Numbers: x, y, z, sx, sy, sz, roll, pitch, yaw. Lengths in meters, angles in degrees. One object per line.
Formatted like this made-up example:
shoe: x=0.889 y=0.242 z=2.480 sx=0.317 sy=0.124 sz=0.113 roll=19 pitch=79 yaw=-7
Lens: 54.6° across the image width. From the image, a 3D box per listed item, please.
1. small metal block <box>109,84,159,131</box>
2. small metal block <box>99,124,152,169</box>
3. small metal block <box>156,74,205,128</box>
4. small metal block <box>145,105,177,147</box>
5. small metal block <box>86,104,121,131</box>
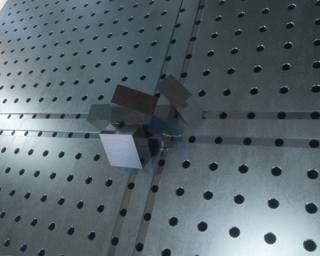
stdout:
small metal block: x=-0.033 y=-0.024 z=0.380 sx=0.050 sy=0.050 sz=0.025 roll=18 pitch=67 yaw=-4
small metal block: x=-0.044 y=0.023 z=0.399 sx=0.050 sy=0.050 sz=0.025 roll=1 pitch=31 yaw=29
small metal block: x=0.027 y=-0.034 z=0.400 sx=0.025 sy=0.050 sz=0.050 roll=-40 pitch=51 yaw=1
small metal block: x=-0.009 y=-0.003 z=0.416 sx=0.050 sy=0.025 sz=0.050 roll=2 pitch=63 yaw=28
small metal block: x=-0.065 y=-0.010 z=0.433 sx=0.050 sy=0.050 sz=0.025 roll=1 pitch=63 yaw=30
